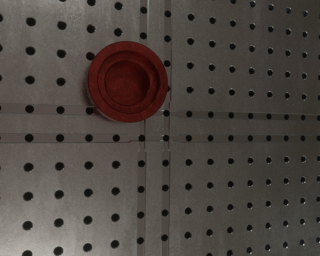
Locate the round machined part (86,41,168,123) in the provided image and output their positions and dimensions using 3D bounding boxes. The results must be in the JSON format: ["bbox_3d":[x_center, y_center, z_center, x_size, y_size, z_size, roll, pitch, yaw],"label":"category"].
[{"bbox_3d":[-0.043,-0.055,0.388,0.099,0.042,0.097,0,90,-21],"label":"round machined part"}]
